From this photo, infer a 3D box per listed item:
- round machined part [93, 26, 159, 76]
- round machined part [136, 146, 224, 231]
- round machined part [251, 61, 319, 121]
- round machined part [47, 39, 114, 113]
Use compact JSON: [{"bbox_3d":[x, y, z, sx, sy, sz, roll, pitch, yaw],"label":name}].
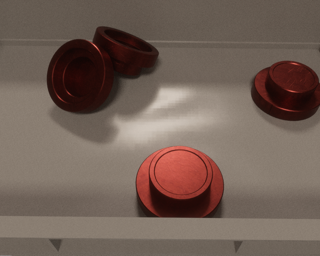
[{"bbox_3d":[-0.055,-0.113,0.470,0.099,0.042,0.098,21,25,-10],"label":"round machined part"},{"bbox_3d":[0.022,0.059,0.345,0.099,0.042,0.098,0,50,0],"label":"round machined part"},{"bbox_3d":[0.186,-0.060,0.447,0.099,0.042,0.098,0,50,0],"label":"round machined part"},{"bbox_3d":[-0.104,-0.069,0.429,0.098,0.042,0.097,-1,87,25],"label":"round machined part"}]
